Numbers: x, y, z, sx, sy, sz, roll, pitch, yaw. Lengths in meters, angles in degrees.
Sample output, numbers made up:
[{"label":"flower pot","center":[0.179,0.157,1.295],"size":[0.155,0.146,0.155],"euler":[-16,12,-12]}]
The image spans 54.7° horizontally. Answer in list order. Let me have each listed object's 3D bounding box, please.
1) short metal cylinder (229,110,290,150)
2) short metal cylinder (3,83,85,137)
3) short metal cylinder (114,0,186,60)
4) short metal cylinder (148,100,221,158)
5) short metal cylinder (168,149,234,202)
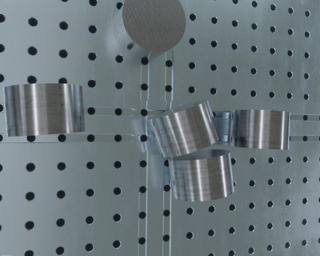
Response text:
[{"label":"short metal cylinder","center":[0.139,0.002,0.434],"size":[0.081,0.080,0.050],"euler":[3,89,-20]},{"label":"short metal cylinder","center":[-0.124,-0.019,0.337],"size":[0.081,0.080,0.050],"euler":[-4,92,-20]},{"label":"short metal cylinder","center":[-0.014,-0.131,0.394],"size":[0.081,0.050,0.079],"euler":[0,90,-20]},{"label":"short metal cylinder","center":[0.031,-0.001,0.395],"size":[0.081,0.080,0.050],"euler":[-21,97,-19]},{"label":"short metal cylinder","center":[0.053,0.059,0.403],"size":[0.081,0.080,0.050],"euler":[-8,93,-20]}]
